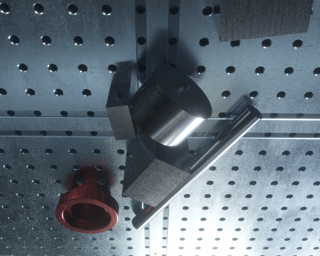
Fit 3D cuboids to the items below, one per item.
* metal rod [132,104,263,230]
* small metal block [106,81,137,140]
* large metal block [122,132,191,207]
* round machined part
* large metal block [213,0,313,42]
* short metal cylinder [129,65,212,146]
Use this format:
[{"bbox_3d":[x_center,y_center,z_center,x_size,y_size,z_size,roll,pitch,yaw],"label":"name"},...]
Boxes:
[{"bbox_3d":[0.041,0.075,0.475,0.025,0.025,0.298,26,125,-21],"label":"metal rod"},{"bbox_3d":[-0.044,-0.021,0.377,0.025,0.050,0.050,-6,130,5],"label":"small metal block"},{"bbox_3d":[-0.006,0.044,0.413,0.050,0.080,0.080,27,125,-21],"label":"large metal block"},{"bbox_3d":[-0.116,0.129,0.509,0.099,0.042,0.097,0,130,0],"label":"round machined part"},{"bbox_3d":[0.092,-0.131,0.284,0.080,0.050,0.080,-6,130,4],"label":"large metal block"},{"bbox_3d":[0.012,-0.026,0.354,0.080,0.080,0.050,29,124,-23],"label":"short metal cylinder"}]
